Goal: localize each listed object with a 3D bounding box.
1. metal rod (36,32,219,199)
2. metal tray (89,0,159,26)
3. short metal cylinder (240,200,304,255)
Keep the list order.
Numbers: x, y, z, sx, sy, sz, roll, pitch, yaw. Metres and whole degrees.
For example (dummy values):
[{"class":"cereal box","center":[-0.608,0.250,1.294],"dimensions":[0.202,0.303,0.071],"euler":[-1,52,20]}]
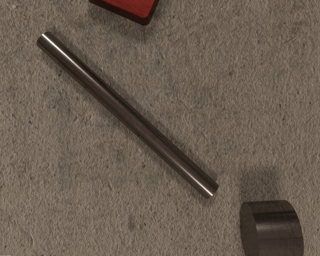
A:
[{"class":"metal rod","center":[-0.042,-0.016,0.409],"dimensions":[0.300,0.025,0.025],"euler":[42,90,-1]},{"class":"metal tray","center":[-0.032,-0.214,0.407],"dimensions":[0.090,0.030,0.129],"euler":[24,90,-1]},{"class":"short metal cylinder","center":[0.135,0.131,0.385],"dimensions":[0.050,0.080,0.079],"euler":[-3,90,0]}]
